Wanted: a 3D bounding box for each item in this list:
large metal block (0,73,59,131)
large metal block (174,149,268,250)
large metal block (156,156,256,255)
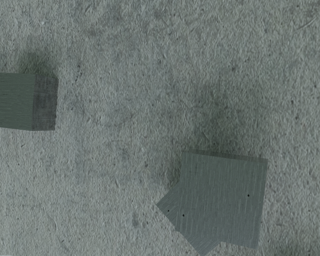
[{"bbox_3d":[-0.206,-0.039,0.469,0.080,0.050,0.079,6,92,20],"label":"large metal block"},{"bbox_3d":[0.065,0.068,0.320,0.080,0.050,0.080,7,92,19],"label":"large metal block"},{"bbox_3d":[0.057,0.091,0.376,0.080,0.050,0.080,46,104,14],"label":"large metal block"}]
